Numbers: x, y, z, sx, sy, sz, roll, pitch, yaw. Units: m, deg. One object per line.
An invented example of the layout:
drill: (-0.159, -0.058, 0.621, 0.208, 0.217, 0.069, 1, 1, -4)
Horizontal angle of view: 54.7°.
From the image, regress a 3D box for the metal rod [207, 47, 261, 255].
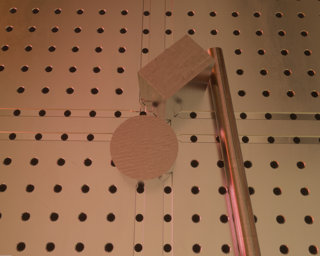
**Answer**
metal rod: (0.092, 0.029, 0.402, 0.025, 0.025, 0.299, -5, 70, -2)

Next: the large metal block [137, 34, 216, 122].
large metal block: (0.020, -0.060, 0.405, 0.080, 0.080, 0.050, -40, 75, -14)

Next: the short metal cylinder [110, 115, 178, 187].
short metal cylinder: (-0.019, 0.030, 0.387, 0.081, 0.050, 0.080, 0, 70, 0)
